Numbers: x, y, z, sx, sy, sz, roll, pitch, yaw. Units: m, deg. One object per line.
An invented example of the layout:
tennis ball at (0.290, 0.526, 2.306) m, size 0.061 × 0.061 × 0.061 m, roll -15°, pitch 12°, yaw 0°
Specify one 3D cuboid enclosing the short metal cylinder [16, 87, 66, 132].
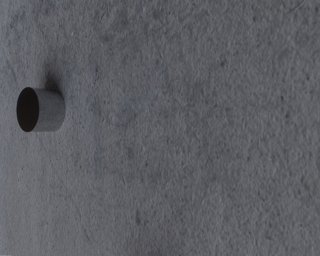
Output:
short metal cylinder at (-0.218, -0.032, 0.565) m, size 0.080 × 0.050 × 0.079 m, roll 0°, pitch 90°, yaw 39°
